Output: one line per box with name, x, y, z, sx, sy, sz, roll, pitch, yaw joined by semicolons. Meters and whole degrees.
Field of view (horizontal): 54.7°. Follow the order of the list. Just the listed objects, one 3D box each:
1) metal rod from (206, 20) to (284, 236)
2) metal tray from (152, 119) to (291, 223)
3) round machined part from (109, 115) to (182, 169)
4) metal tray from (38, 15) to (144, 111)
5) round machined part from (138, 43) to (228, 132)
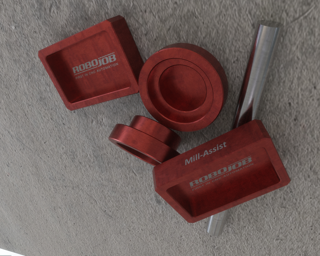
metal rod;0.092;0.025;0.373;0.025;0.025;0.298;18;126;18
metal tray;0.069;0.054;0.349;0.130;0.030;0.090;-27;130;14
round machined part;-0.012;0.018;0.392;0.098;0.042;0.098;26;168;6
metal tray;-0.087;-0.078;0.400;0.130;0.030;0.090;-11;113;32
round machined part;0.029;-0.048;0.351;0.098;0.042;0.097;13;123;20
